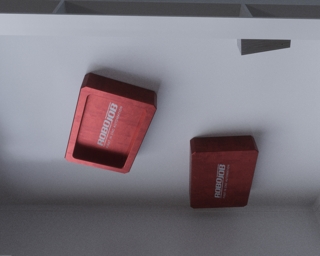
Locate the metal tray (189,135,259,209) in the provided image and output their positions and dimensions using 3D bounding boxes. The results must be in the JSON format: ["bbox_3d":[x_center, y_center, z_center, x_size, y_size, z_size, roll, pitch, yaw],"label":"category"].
[{"bbox_3d":[0.091,0.070,0.467,0.091,0.030,0.129,-3,130,1],"label":"metal tray"}]

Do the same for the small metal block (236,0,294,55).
[{"bbox_3d":[0.107,-0.107,0.319,0.050,0.025,0.050,-8,130,7],"label":"small metal block"}]

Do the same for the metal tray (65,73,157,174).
[{"bbox_3d":[-0.067,0.000,0.404,0.091,0.030,0.129,15,129,-13],"label":"metal tray"}]
